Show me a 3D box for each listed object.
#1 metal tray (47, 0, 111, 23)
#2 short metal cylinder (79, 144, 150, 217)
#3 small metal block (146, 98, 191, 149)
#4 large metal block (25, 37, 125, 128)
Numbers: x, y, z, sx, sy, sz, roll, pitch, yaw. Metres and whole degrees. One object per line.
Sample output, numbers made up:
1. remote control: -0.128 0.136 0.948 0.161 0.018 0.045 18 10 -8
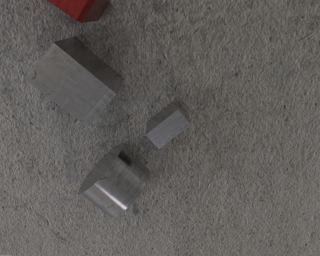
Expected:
1. metal tray: -0.119 -0.159 0.315 0.130 0.090 0.030 33 107 -12
2. short metal cylinder: -0.059 0.068 0.405 0.080 0.080 0.050 -43 105 14
3. small metal block: 0.010 -0.006 0.394 0.050 0.050 0.025 -38 106 13
4. large metal block: -0.092 -0.056 0.359 0.080 0.080 0.050 40 105 -13
